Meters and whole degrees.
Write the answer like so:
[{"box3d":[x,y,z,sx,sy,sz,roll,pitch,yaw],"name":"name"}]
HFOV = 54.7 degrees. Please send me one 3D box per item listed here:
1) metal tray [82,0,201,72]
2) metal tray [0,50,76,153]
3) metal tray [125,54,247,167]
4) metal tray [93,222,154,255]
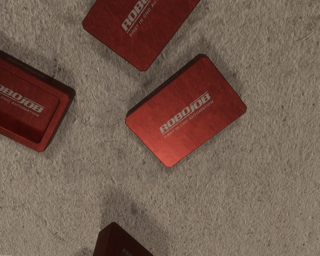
[{"box3d":[-0.015,-0.142,0.354,0.090,0.030,0.130,36,106,-13],"name":"metal tray"},{"box3d":[-0.186,-0.037,0.390,0.131,0.030,0.090,28,107,-11],"name":"metal tray"},{"box3d":[0.032,-0.021,0.400,0.130,0.030,0.090,-38,106,12],"name":"metal tray"},{"box3d":[-0.039,0.210,0.452,0.030,0.090,0.130,-40,106,13],"name":"metal tray"}]
